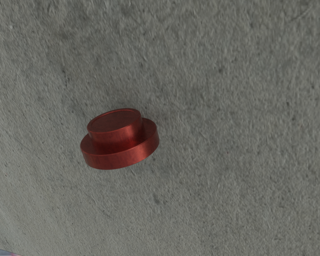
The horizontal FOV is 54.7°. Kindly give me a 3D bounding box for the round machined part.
[{"bbox_3d":[-0.053,0.008,0.391,0.098,0.098,0.042,1,119,27],"label":"round machined part"}]
